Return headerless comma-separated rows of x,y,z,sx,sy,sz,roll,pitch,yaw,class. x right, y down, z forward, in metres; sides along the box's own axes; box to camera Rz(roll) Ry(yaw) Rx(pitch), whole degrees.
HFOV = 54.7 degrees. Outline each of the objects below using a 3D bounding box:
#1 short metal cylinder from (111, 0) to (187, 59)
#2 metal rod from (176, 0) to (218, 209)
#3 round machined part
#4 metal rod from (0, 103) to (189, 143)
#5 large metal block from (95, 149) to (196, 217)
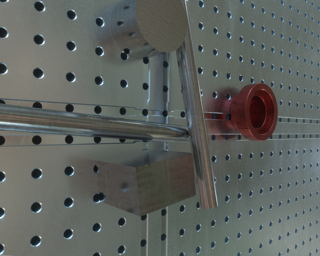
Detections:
-0.013,-0.130,0.384,0.081,0.050,0.079,0,90,-40,short metal cylinder
0.044,-0.042,0.423,0.025,0.025,0.298,-6,86,-40,metal rod
0.158,-0.027,0.534,0.099,0.042,0.097,0,90,-40,round machined part
-0.074,-0.002,0.348,0.302,0.025,0.025,6,86,-40,metal rod
-0.017,0.058,0.361,0.081,0.080,0.050,-9,96,-40,large metal block
